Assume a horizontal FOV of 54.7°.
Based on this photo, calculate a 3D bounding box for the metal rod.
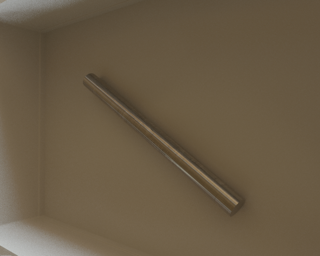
[{"bbox_3d":[-0.014,0.005,0.413,0.300,0.025,0.025,40,114,32],"label":"metal rod"}]
